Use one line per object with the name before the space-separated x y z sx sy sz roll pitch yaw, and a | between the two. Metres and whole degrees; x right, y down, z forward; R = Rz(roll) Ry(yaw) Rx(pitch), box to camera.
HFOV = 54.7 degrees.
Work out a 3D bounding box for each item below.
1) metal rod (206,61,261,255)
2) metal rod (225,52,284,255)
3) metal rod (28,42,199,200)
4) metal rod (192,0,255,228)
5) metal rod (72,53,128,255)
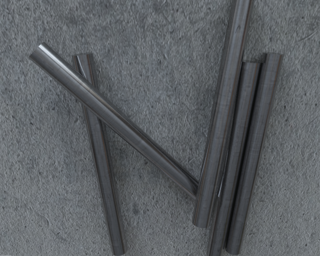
metal rod | 0.098 0.058 0.431 0.025 0.025 0.298 5 110 -2
metal rod | 0.125 0.048 0.428 0.025 0.025 0.298 4 110 -2
metal rod | -0.033 0.009 0.394 0.025 0.025 0.300 -42 112 14
metal rod | 0.076 -0.013 0.389 0.025 0.025 0.298 7 104 -3
metal rod | -0.078 0.049 0.427 0.025 0.025 0.298 -6 110 2
